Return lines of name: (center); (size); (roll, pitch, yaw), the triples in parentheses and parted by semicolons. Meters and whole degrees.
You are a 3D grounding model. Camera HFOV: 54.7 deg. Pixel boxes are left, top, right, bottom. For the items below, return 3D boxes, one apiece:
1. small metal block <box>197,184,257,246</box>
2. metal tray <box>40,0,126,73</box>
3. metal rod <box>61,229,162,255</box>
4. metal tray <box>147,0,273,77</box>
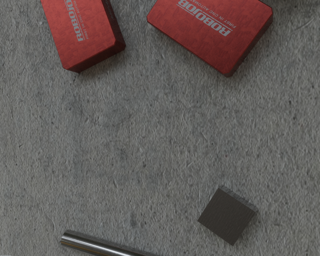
small metal block: (0.082, 0.105, 0.380); (0.050, 0.025, 0.050); (33, 100, 16)
metal tray: (-0.113, -0.156, 0.445); (0.090, 0.030, 0.129); (-22, 83, 18)
metal rod: (0.003, 0.182, 0.406); (0.301, 0.025, 0.025); (8, 93, 19)
metal tray: (0.059, -0.136, 0.385); (0.130, 0.030, 0.090); (39, 102, 15)
